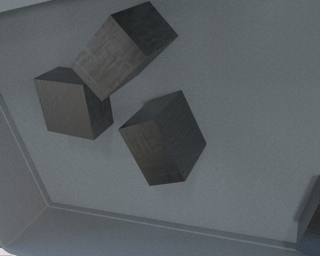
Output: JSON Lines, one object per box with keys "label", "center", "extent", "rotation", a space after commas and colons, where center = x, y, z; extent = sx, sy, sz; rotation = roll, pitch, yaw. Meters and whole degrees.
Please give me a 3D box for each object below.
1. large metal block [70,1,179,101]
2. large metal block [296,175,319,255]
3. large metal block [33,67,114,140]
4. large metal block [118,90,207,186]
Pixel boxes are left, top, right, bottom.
{"label": "large metal block", "center": [-0.037, -0.085, 0.339], "extent": [0.050, 0.080, 0.080], "rotation": [49, 128, -6]}
{"label": "large metal block", "center": [0.210, 0.110, 0.350], "extent": [0.080, 0.050, 0.079], "rotation": [17, 125, 18]}
{"label": "large metal block", "center": [-0.117, -0.036, 0.430], "extent": [0.080, 0.050, 0.079], "rotation": [10, 123, 22]}
{"label": "large metal block", "center": [0.007, 0.011, 0.375], "extent": [0.050, 0.080, 0.080], "rotation": [-15, 111, 34]}
